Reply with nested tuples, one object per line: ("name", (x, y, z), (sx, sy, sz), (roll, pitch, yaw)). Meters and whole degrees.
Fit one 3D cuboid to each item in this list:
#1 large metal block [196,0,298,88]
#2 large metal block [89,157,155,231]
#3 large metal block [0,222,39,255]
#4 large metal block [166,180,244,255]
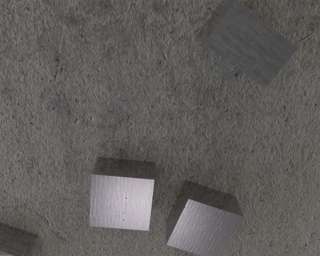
("large metal block", (0.091, -0.096, 0.346), (0.080, 0.080, 0.050), (32, 107, -11))
("large metal block", (-0.051, 0.091, 0.429), (0.081, 0.050, 0.079), (5, 110, -2))
("large metal block", (-0.243, 0.195, 0.466), (0.080, 0.050, 0.080), (23, 108, -9))
("large metal block", (0.061, 0.132, 0.446), (0.080, 0.050, 0.079), (20, 109, -7))
